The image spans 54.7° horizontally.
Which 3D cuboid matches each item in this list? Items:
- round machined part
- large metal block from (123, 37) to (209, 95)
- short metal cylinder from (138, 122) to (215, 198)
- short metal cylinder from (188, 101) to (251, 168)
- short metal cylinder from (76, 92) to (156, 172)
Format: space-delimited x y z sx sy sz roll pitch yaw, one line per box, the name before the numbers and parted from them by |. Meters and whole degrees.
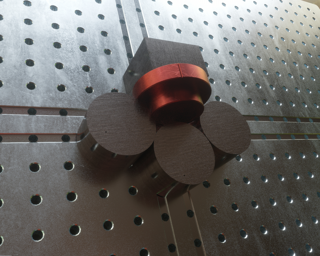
round machined part | 0.017 -0.034 0.389 0.099 0.097 0.042 2 61 -28
large metal block | 0.005 -0.071 0.418 0.081 0.080 0.050 1 62 -28
short metal cylinder | 0.019 0.039 0.379 0.081 0.050 0.080 14 56 -21
short metal cylinder | 0.077 0.009 0.428 0.081 0.050 0.080 14 56 -21
short metal cylinder | -0.051 0.005 0.362 0.081 0.050 0.080 14 56 -21
